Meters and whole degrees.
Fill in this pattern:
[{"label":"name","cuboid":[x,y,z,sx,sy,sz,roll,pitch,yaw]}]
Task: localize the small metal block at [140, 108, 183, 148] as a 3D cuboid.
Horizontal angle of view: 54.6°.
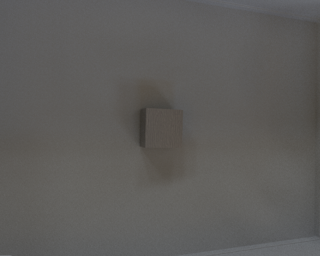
[{"label":"small metal block","cuboid":[0.002,0.000,0.407,0.050,0.025,0.050,2,90,-20]}]
